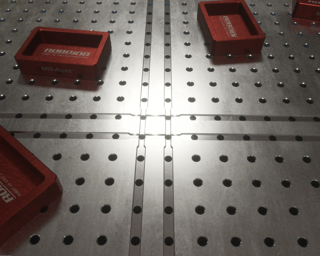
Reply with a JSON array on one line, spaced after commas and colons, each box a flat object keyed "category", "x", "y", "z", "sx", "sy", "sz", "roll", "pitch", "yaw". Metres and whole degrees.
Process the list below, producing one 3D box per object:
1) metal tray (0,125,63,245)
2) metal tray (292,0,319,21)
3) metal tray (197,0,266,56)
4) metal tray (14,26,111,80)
[{"category": "metal tray", "x": -0.189, "y": 0.057, "z": 0.353, "sx": 0.130, "sy": 0.030, "sz": 0.090, "roll": 33, "pitch": 57, "yaw": 24}, {"category": "metal tray", "x": 0.335, "y": -0.247, "z": 0.616, "sx": 0.131, "sy": 0.030, "sz": 0.090, "roll": 13, "pitch": 51, "yaw": 10}, {"category": "metal tray", "x": 0.124, "y": -0.185, "z": 0.561, "sx": 0.091, "sy": 0.030, "sz": 0.130, "roll": -5, "pitch": 50, "yaw": -5}, {"category": "metal tray", "x": -0.154, "y": -0.124, "z": 0.506, "sx": 0.131, "sy": 0.030, "sz": 0.090, "roll": 6, "pitch": 50, "yaw": 4}]
